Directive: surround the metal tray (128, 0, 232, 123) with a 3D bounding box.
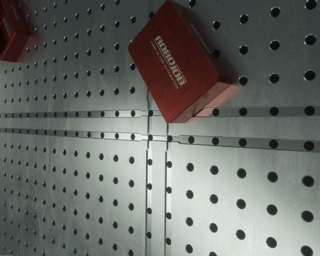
[{"bbox_3d":[0.019,-0.082,0.391,0.090,0.030,0.130,-41,65,32],"label":"metal tray"}]

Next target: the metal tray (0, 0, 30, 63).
[{"bbox_3d":[-0.340,-0.222,0.689,0.090,0.030,0.130,-45,63,31],"label":"metal tray"}]
